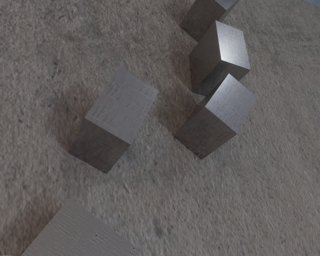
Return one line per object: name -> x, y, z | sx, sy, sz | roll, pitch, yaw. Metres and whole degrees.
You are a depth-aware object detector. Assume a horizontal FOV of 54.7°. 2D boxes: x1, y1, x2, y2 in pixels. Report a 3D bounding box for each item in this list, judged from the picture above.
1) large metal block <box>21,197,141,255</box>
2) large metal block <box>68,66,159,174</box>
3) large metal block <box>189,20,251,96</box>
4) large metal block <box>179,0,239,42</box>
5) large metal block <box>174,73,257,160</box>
large metal block -> -0.078, 0.123, 0.272 | 0.080, 0.050, 0.080 | 38, 51, -3
large metal block -> -0.052, -0.007, 0.346 | 0.050, 0.080, 0.080 | 31, 52, -9
large metal block -> 0.089, -0.103, 0.482 | 0.050, 0.080, 0.080 | 13, 56, -22
large metal block -> 0.090, -0.208, 0.546 | 0.050, 0.080, 0.080 | 41, 51, -1
large metal block -> 0.075, -0.014, 0.420 | 0.050, 0.080, 0.080 | 40, 51, -1
